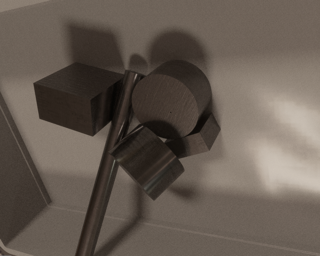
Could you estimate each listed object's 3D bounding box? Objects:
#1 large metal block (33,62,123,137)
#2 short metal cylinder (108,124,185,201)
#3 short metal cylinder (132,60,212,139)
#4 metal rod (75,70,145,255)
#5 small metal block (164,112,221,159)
[{"bbox_3d":[-0.098,-0.040,0.398,0.080,0.080,0.050,17,125,18],"label":"large metal block"},{"bbox_3d":[-0.017,0.041,0.375,0.080,0.050,0.080,44,168,13],"label":"short metal cylinder"},{"bbox_3d":[0.014,-0.034,0.363,0.080,0.050,0.079,13,124,20],"label":"short metal cylinder"},{"bbox_3d":[-0.074,0.070,0.417,0.025,0.025,0.298,21,104,15],"label":"metal rod"},{"bbox_3d":[0.040,0.010,0.377,0.050,0.050,0.025,-19,109,35],"label":"small metal block"}]
